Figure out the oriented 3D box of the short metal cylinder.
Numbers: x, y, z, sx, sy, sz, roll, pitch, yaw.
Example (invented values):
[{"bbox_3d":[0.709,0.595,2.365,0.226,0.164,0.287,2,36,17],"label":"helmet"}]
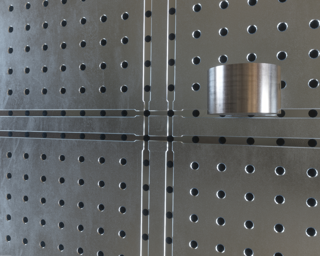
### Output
[{"bbox_3d":[0.094,-0.041,0.350,0.080,0.080,0.050,0,90,20],"label":"short metal cylinder"}]
